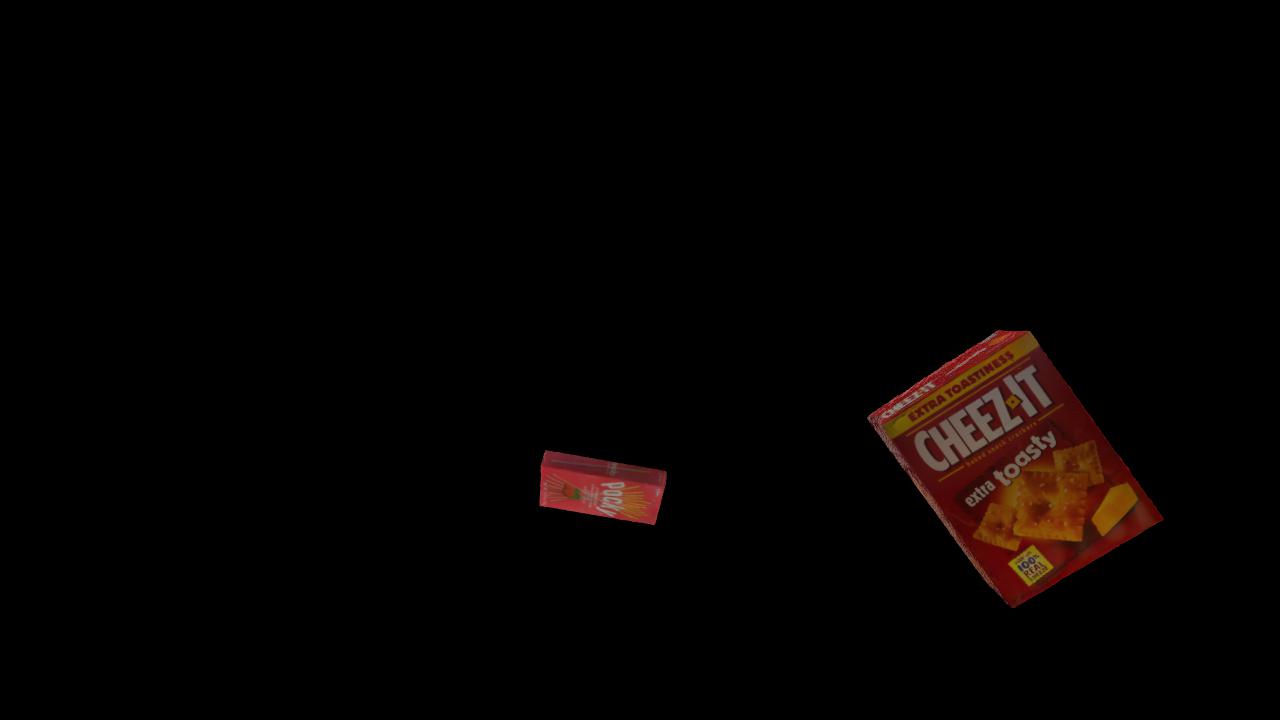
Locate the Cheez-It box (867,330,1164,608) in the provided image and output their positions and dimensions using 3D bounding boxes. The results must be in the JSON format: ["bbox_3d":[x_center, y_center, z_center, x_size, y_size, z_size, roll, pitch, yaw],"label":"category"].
[{"bbox_3d":[0.367,0.104,0.616,0.166,0.223,0.071,-35,-2,7],"label":"Cheez-It box"}]

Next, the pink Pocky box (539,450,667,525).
[{"bbox_3d":[-0.048,0.162,0.775,0.155,0.084,0.029,10,41,-1],"label":"pink Pocky box"}]
